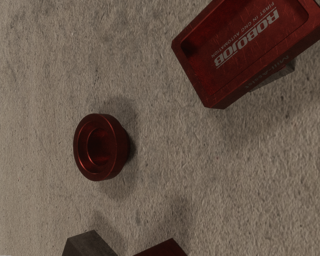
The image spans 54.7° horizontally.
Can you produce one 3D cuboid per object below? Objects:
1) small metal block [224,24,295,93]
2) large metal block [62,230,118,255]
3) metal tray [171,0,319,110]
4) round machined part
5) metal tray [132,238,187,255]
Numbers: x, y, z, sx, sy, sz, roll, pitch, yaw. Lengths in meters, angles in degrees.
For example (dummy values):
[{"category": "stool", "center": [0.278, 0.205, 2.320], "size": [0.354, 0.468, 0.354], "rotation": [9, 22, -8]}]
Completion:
[{"category": "small metal block", "center": [0.101, -0.071, 0.320], "size": [0.050, 0.025, 0.050], "rotation": [-27, 73, 36]}, {"category": "large metal block", "center": [-0.110, 0.220, 0.477], "size": [0.080, 0.050, 0.079], "rotation": [32, 110, 35]}, {"category": "metal tray", "center": [0.080, -0.089, 0.301], "size": [0.130, 0.030, 0.090], "rotation": [-39, 66, 32]}, {"category": "round machined part", "center": [-0.082, 0.028, 0.459], "size": [0.098, 0.042, 0.097], "rotation": [0, 90, 39]}, {"category": "metal tray", "center": [-0.031, 0.202, 0.385], "size": [0.030, 0.091, 0.129], "rotation": [44, 116, 31]}]
